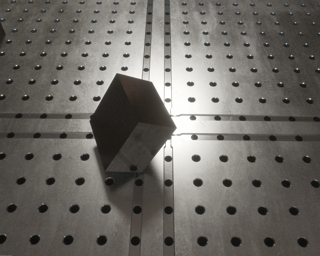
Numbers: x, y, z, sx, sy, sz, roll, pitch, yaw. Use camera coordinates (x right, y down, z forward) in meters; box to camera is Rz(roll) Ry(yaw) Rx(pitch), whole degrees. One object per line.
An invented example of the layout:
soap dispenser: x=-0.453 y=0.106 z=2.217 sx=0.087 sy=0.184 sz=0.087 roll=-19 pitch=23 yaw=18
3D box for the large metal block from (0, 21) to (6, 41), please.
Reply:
large metal block: x=-0.328 y=-0.162 z=0.523 sx=0.080 sy=0.050 sz=0.080 roll=9 pitch=51 yaw=7

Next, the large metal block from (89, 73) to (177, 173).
large metal block: x=-0.036 y=-0.004 z=0.366 sx=0.050 sy=0.080 sz=0.080 roll=9 pitch=41 yaw=-38
